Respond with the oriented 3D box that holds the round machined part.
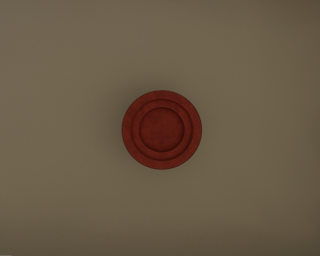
[{"bbox_3d":[0.002,0.002,0.399,0.099,0.042,0.097,0,90,-1],"label":"round machined part"}]
